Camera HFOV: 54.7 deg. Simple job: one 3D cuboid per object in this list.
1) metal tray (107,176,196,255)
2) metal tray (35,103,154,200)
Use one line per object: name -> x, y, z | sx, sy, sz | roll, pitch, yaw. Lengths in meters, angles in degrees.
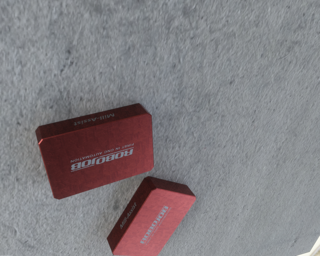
metal tray -> -0.013, 0.143, 0.487 | 0.091, 0.030, 0.129 | 21, 107, -36
metal tray -> -0.074, 0.028, 0.381 | 0.131, 0.030, 0.089 | -15, 125, -20
